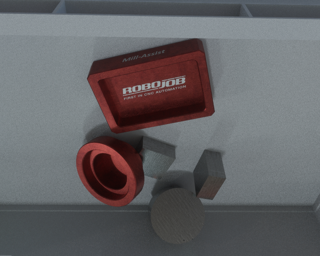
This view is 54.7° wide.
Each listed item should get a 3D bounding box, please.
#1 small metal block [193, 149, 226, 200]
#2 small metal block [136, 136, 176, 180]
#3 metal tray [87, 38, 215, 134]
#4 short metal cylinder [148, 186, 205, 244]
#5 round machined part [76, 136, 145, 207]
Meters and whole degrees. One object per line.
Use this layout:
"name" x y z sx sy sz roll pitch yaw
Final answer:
"small metal block" 0.071 0.068 0.452 0.025 0.050 0.050 12 129 -10
"small metal block" -0.012 0.044 0.446 0.050 0.025 0.050 20 127 -17
"metal tray" -0.007 -0.046 0.366 0.131 0.030 0.090 -11 130 8
"short metal cylinder" 0.024 0.131 0.477 0.081 0.080 0.050 7 172 -6
"round machined part" -0.063 0.055 0.425 0.098 0.042 0.097 13 118 25
